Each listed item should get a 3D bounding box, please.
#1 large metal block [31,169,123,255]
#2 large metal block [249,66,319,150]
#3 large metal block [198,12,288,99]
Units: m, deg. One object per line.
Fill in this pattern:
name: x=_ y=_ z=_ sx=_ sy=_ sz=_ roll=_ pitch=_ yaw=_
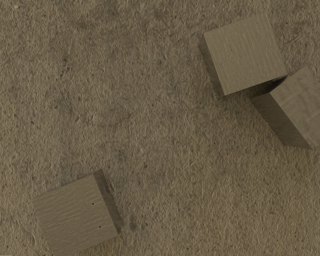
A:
large metal block: x=-0.102 y=0.107 z=0.397 sx=0.080 sy=0.050 sz=0.080 roll=-22 pitch=90 yaw=0
large metal block: x=0.166 y=-0.023 z=0.384 sx=0.050 sy=0.080 sz=0.080 roll=-37 pitch=90 yaw=0
large metal block: x=0.103 y=-0.090 z=0.398 sx=0.080 sy=0.050 sz=0.080 roll=-19 pitch=90 yaw=0
